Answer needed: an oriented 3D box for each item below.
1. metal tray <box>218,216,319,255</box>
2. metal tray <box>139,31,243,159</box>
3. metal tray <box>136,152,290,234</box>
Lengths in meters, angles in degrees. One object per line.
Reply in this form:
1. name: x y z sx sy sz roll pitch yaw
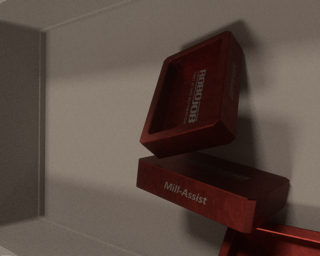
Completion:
1. metal tray: 0.115 0.136 0.275 0.130 0.030 0.090 0 51 39
2. metal tray: 0.036 -0.036 0.325 0.090 0.030 0.130 -16 44 36
3. metal tray: 0.052 0.056 0.319 0.130 0.091 0.030 14 103 39
